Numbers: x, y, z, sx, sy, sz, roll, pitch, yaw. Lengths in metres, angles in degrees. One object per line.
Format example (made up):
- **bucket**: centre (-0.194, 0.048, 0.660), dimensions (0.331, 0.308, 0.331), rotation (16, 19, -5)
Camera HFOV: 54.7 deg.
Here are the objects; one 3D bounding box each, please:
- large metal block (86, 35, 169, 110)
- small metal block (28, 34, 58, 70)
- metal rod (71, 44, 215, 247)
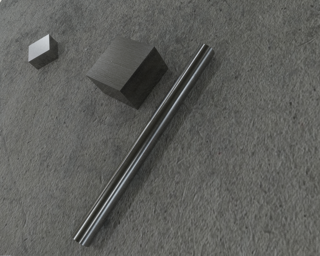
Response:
- **large metal block**: centre (-0.049, -0.084, 0.463), dimensions (0.080, 0.050, 0.080), rotation (27, 76, 37)
- **small metal block**: centre (-0.232, -0.151, 0.615), dimensions (0.050, 0.025, 0.050), rotation (-26, 53, 12)
- **metal rod**: centre (-0.014, 0.013, 0.402), dimensions (0.025, 0.025, 0.300), rotation (24, 74, 36)
